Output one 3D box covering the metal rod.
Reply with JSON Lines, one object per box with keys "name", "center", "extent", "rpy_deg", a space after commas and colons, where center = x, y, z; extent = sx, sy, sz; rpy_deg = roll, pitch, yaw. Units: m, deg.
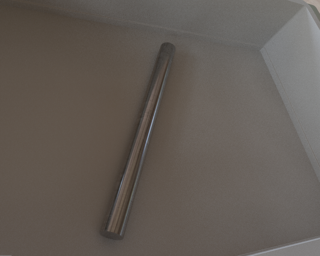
{"name": "metal rod", "center": [-0.018, -0.008, 0.402], "extent": [0.025, 0.025, 0.300], "rpy_deg": [25, 53, -14]}
